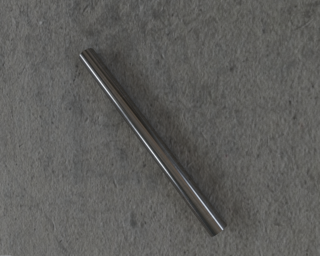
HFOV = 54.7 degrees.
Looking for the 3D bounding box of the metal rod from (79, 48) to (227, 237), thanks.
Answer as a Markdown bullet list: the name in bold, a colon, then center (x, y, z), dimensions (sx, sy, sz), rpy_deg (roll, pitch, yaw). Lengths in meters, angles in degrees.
- **metal rod**: center (-0.016, 0.011, 0.413), dimensions (0.025, 0.025, 0.299), rpy_deg (-41, 78, 15)
